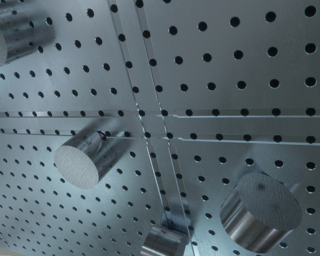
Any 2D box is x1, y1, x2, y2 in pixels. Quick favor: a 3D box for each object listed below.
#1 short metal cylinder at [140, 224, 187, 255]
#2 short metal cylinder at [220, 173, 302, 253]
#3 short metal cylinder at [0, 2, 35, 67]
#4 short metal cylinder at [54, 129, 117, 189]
[{"bbox_3d":[0.005,0.201,0.496,0.050,0.080,0.079,15,125,19],"label":"short metal cylinder"},{"bbox_3d":[0.120,0.101,0.375,0.080,0.080,0.050,29,128,9],"label":"short metal cylinder"},{"bbox_3d":[-0.224,-0.129,0.430,0.080,0.050,0.079,13,124,20],"label":"short metal cylinder"},{"bbox_3d":[-0.116,0.048,0.484,0.080,0.050,0.079,13,124,20],"label":"short metal cylinder"}]
